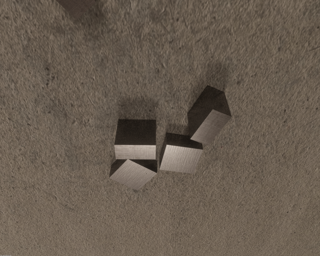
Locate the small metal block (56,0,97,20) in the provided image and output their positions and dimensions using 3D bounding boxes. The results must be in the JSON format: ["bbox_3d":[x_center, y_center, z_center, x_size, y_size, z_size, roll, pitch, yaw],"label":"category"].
[{"bbox_3d":[-0.081,-0.133,0.277,0.025,0.050,0.050,-33,123,24],"label":"small metal block"}]

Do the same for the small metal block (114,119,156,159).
[{"bbox_3d":[-0.031,0.014,0.402,0.050,0.050,0.025,1,130,-1],"label":"small metal block"}]

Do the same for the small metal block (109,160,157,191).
[{"bbox_3d":[-0.039,0.061,0.459,0.050,0.025,0.050,29,124,-23],"label":"small metal block"}]

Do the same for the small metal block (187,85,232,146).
[{"bbox_3d":[0.058,-0.016,0.378,0.025,0.050,0.050,21,127,-17],"label":"small metal block"}]

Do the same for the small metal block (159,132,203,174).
[{"bbox_3d":[0.029,0.036,0.439,0.050,0.025,0.050,8,130,-8],"label":"small metal block"}]
